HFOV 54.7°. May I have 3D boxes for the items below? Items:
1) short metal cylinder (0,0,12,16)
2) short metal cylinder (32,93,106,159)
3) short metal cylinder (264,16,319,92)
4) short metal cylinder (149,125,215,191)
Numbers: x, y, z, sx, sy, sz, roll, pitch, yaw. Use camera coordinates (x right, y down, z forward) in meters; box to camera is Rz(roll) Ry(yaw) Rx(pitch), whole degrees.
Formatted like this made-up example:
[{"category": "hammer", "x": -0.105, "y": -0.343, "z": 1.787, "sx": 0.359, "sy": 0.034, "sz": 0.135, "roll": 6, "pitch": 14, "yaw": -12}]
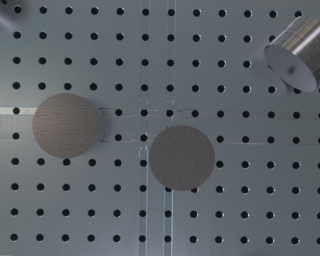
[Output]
[{"category": "short metal cylinder", "x": -0.240, "y": -0.187, "z": 0.399, "sx": 0.081, "sy": 0.050, "sz": 0.079, "roll": 0, "pitch": 90, "yaw": 0}, {"category": "short metal cylinder", "x": -0.114, "y": -0.003, "z": 0.400, "sx": 0.081, "sy": 0.050, "sz": 0.079, "roll": 0, "pitch": 90, "yaw": 0}, {"category": "short metal cylinder", "x": 0.179, "y": -0.091, "z": 0.387, "sx": 0.050, "sy": 0.080, "sz": 0.080, "roll": -45, "pitch": 90, "yaw": 0}, {"category": "short metal cylinder", "x": 0.027, "y": 0.036, "z": 0.401, "sx": 0.081, "sy": 0.050, "sz": 0.079, "roll": 0, "pitch": 90, "yaw": 0}]
